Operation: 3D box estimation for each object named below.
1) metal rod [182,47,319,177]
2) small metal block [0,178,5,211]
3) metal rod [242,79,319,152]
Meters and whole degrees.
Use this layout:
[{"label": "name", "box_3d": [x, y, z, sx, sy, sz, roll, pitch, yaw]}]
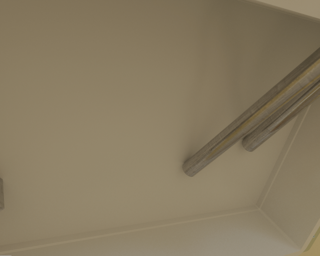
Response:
[{"label": "metal rod", "box_3d": [0.125, -0.021, 0.385, 0.025, 0.025, 0.298, 11, 138, -34]}, {"label": "small metal block", "box_3d": [-0.199, 0.078, 0.333, 0.050, 0.050, 0.025, -34, 129, -6]}, {"label": "metal rod", "box_3d": [0.193, -0.048, 0.392, 0.025, 0.025, 0.298, -8, 152, -25]}]
